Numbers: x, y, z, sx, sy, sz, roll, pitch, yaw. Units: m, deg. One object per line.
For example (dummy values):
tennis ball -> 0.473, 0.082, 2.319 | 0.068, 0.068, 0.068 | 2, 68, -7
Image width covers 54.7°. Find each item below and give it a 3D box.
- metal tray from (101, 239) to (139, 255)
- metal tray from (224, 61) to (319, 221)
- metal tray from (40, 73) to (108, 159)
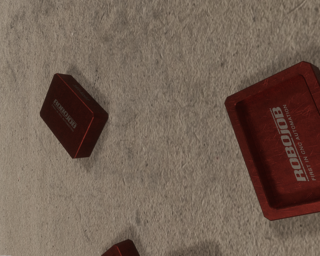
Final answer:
metal tray -> -0.047, 0.238, 0.438 | 0.090, 0.030, 0.130 | -47, 63, 29
metal tray -> 0.126, 0.014, 0.296 | 0.090, 0.030, 0.129 | -26, 74, 36
metal tray -> -0.149, -0.022, 0.521 | 0.130, 0.030, 0.089 | 43, 116, 31
